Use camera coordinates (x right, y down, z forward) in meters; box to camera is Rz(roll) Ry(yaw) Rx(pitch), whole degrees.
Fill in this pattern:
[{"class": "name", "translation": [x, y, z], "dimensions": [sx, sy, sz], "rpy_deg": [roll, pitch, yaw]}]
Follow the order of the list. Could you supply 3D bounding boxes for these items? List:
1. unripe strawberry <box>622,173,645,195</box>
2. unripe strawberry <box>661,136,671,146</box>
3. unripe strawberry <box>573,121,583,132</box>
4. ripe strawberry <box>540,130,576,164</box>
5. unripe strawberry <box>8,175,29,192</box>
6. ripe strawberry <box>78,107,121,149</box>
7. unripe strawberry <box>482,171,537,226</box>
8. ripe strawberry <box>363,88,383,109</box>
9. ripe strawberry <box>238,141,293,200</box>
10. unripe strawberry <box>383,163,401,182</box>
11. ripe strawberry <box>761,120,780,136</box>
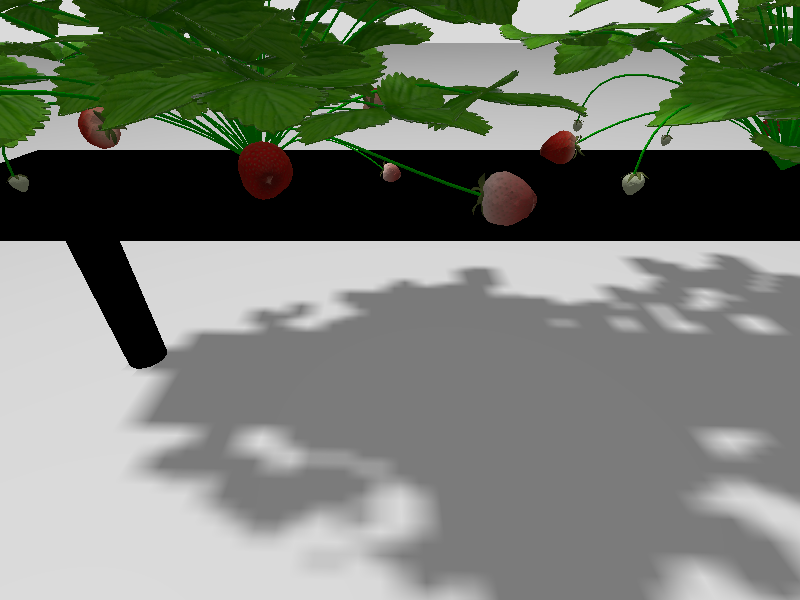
[{"class": "unripe strawberry", "translation": [0.171, -0.084, 0.293], "dimensions": [0.015, 0.015, 0.014], "rpy_deg": [-12, 36, -17]}, {"class": "unripe strawberry", "translation": [0.274, -0.164, 0.413], "dimensions": [0.009, 0.010, 0.010], "rpy_deg": [-21, 39, -27]}, {"class": "unripe strawberry", "translation": [0.194, -0.191, 0.439], "dimensions": [0.010, 0.011, 0.011], "rpy_deg": [26, 42, 33]}, {"class": "ripe strawberry", "translation": [0.140, -0.135, 0.355], "dimensions": [0.030, 0.029, 0.027], "rpy_deg": [-4, 33, 10]}, {"class": "unripe strawberry", "translation": [-0.280, -0.086, 0.296], "dimensions": [0.011, 0.012, 0.011], "rpy_deg": [-11, 36, -16]}, {"class": "ripe strawberry", "translation": [-0.299, -0.170, 0.396], "dimensions": [0.037, 0.038, 0.034], "rpy_deg": [4, 33, 24]}, {"class": "unripe strawberry", "translation": [0.064, -0.059, 0.237], "dimensions": [0.031, 0.032, 0.029], "rpy_deg": [21, 39, 27]}, {"class": "ripe strawberry", "translation": [-0.025, -0.240, 0.495], "dimensions": [0.036, 0.041, 0.040], "rpy_deg": [15, 37, 21]}, {"class": "ripe strawberry", "translation": [-0.093, -0.089, 0.280], "dimensions": [0.037, 0.039, 0.040], "rpy_deg": [-12, 37, -17]}, {"class": "unripe strawberry", "translation": [-0.006, -0.099, 0.312], "dimensions": [0.014, 0.015, 0.013], "rpy_deg": [22, 38, 6]}, {"class": "ripe strawberry", "translation": [0.412, -0.191, 0.445], "dimensions": [0.021, 0.019, 0.019], "rpy_deg": [20, 17, 27]}]
